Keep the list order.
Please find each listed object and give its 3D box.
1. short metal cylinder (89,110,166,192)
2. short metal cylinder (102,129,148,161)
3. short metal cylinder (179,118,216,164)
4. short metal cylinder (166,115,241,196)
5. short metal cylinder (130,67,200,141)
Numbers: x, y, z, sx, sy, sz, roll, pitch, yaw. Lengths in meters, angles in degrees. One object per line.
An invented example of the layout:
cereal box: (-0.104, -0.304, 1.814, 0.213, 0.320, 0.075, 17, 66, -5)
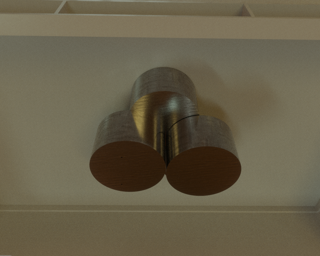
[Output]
short metal cylinder: (-0.034, 0.027, 0.347, 0.081, 0.050, 0.079, 0, 130, 0)
short metal cylinder: (-0.040, 0.026, 0.412, 0.081, 0.050, 0.079, 0, 130, 0)
short metal cylinder: (0.042, 0.030, 0.416, 0.081, 0.050, 0.079, 0, 130, 0)
short metal cylinder: (0.047, 0.032, 0.351, 0.081, 0.050, 0.079, 0, 130, 0)
short metal cylinder: (0.005, -0.025, 0.370, 0.081, 0.050, 0.079, 0, 130, 0)
